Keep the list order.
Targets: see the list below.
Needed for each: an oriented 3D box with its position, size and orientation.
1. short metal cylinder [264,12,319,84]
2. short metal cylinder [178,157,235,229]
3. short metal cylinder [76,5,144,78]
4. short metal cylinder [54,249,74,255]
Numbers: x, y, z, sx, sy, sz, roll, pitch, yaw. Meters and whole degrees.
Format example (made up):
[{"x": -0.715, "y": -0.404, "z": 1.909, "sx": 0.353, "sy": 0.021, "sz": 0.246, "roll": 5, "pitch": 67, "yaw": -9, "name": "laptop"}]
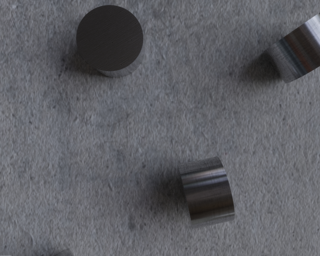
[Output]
[{"x": 0.178, "y": -0.099, "z": 0.385, "sx": 0.080, "sy": 0.080, "sz": 0.050, "roll": -35, "pitch": 90, "yaw": 0, "name": "short metal cylinder"}, {"x": 0.055, "y": 0.079, "z": 0.383, "sx": 0.050, "sy": 0.080, "sz": 0.080, "roll": -12, "pitch": 90, "yaw": 0, "name": "short metal cylinder"}, {"x": -0.060, "y": -0.108, "z": 0.397, "sx": 0.081, "sy": 0.050, "sz": 0.079, "roll": 0, "pitch": 90, "yaw": -1, "name": "short metal cylinder"}, {"x": -0.132, "y": 0.196, "z": 0.381, "sx": 0.080, "sy": 0.080, "sz": 0.050, "roll": -35, "pitch": 90, "yaw": 0, "name": "short metal cylinder"}]
